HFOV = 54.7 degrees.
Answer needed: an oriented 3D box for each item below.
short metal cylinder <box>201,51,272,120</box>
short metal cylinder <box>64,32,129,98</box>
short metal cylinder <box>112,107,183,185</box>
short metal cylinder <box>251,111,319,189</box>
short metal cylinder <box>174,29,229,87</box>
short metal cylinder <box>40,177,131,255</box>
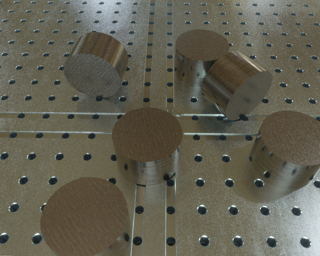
[{"bbox_3d":[0.104,-0.057,0.420,0.081,0.080,0.050,-27,55,-21],"label":"short metal cylinder"},{"bbox_3d":[-0.090,-0.089,0.446,0.080,0.080,0.050,7,51,5],"label":"short metal cylinder"},{"bbox_3d":[-0.014,0.021,0.373,0.081,0.050,0.080,0,50,0],"label":"short metal cylinder"},{"bbox_3d":[0.155,0.025,0.371,0.081,0.050,0.080,0,50,0],"label":"short metal cylinder"},{"bbox_3d":[0.064,-0.110,0.484,0.081,0.050,0.080,0,50,0],"label":"short metal cylinder"},{"bbox_3d":[-0.071,0.097,0.309,0.081,0.050,0.080,0,50,0],"label":"short metal cylinder"}]
